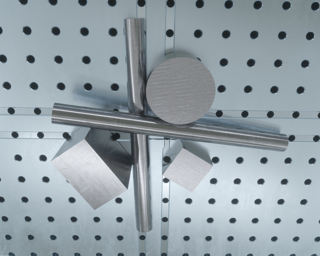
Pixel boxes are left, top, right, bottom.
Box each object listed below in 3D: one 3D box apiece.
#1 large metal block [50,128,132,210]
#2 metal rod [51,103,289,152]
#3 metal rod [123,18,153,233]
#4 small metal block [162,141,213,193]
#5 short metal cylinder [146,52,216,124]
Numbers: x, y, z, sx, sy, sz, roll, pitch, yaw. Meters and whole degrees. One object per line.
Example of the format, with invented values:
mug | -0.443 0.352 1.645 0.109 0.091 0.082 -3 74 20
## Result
large metal block | -0.082 0.042 0.397 0.050 0.080 0.080 -33 107 11
metal rod | 0.022 0.001 0.394 0.302 0.025 0.025 7 110 -11
metal rod | -0.027 0.010 0.417 0.025 0.025 0.298 -2 110 0
small metal block | 0.038 0.054 0.435 0.050 0.025 0.050 32 107 -12
short metal cylinder | 0.024 -0.050 0.382 0.081 0.050 0.079 0 110 -1
